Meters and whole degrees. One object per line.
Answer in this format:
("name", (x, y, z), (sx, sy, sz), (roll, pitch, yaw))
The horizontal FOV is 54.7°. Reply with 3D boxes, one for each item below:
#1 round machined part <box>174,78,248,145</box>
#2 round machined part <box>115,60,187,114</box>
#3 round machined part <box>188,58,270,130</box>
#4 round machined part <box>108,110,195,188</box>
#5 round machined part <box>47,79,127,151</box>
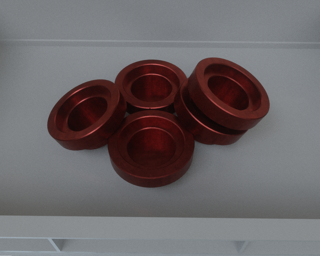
("round machined part", (0.062, -0.018, 0.393), (0.099, 0.042, 0.098), (15, 47, -17))
("round machined part", (-0.012, -0.048, 0.432), (0.099, 0.042, 0.098), (0, 50, 0))
("round machined part", (0.077, -0.036, 0.372), (0.099, 0.042, 0.098), (15, 48, -17))
("round machined part", (-0.010, 0.028, 0.367), (0.099, 0.042, 0.098), (0, 50, 0))
("round machined part", (-0.086, -0.012, 0.388), (0.098, 0.042, 0.098), (-13, 48, 16))
